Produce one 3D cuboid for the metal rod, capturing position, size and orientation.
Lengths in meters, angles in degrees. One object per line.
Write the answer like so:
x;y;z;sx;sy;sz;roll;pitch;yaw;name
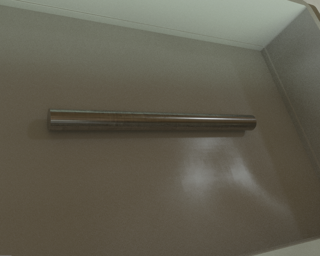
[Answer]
0.010;-0.009;0.415;0.303;0.025;0.025;0;62;-28;metal rod
